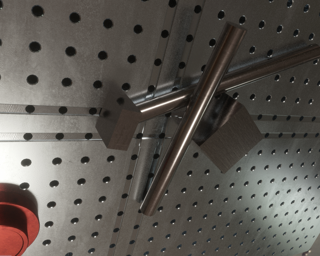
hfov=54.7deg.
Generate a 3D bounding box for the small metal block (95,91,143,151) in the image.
[{"bbox_3d":[-0.050,-0.009,0.364,0.025,0.050,0.050,11,113,-33],"label":"small metal block"}]

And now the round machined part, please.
[{"bbox_3d":[-0.197,0.128,0.372,0.099,0.042,0.097,-14,125,-21],"label":"round machined part"}]

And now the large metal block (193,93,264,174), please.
[{"bbox_3d":[0.092,0.008,0.453,0.080,0.050,0.080,-43,130,1],"label":"large metal block"}]

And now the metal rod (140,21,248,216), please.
[{"bbox_3d":[0.032,0.008,0.409,0.025,0.025,0.298,4,125,-31],"label":"metal rod"}]

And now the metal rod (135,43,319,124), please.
[{"bbox_3d":[0.099,-0.066,0.426,0.302,0.025,0.025,-20,127,-17],"label":"metal rod"}]
